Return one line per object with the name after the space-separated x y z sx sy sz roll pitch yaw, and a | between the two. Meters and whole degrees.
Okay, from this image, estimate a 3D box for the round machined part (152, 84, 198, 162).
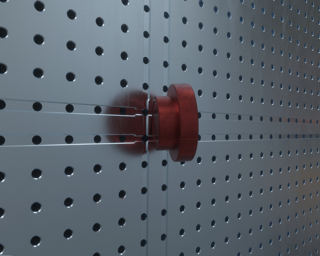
0.015 -0.006 0.387 0.042 0.098 0.097 -2 92 -9 | round machined part
